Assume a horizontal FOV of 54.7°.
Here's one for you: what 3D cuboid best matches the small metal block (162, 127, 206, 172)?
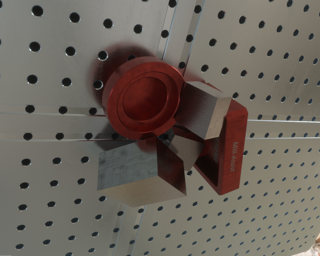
[{"bbox_3d":[0.029,0.030,0.441,0.050,0.025,0.050,17,114,-24],"label":"small metal block"}]

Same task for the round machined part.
[{"bbox_3d":[-0.021,-0.038,0.366,0.099,0.042,0.097,-14,125,-21],"label":"round machined part"}]

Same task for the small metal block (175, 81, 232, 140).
[{"bbox_3d":[0.049,-0.021,0.357,0.025,0.050,0.050,-9,122,-41],"label":"small metal block"}]

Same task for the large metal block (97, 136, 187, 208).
[{"bbox_3d":[-0.021,0.059,0.392,0.080,0.050,0.080,-17,146,21],"label":"large metal block"}]

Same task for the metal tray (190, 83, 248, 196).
[{"bbox_3d":[0.073,0.015,0.420,0.030,0.090,0.129,-17,125,-19],"label":"metal tray"}]
